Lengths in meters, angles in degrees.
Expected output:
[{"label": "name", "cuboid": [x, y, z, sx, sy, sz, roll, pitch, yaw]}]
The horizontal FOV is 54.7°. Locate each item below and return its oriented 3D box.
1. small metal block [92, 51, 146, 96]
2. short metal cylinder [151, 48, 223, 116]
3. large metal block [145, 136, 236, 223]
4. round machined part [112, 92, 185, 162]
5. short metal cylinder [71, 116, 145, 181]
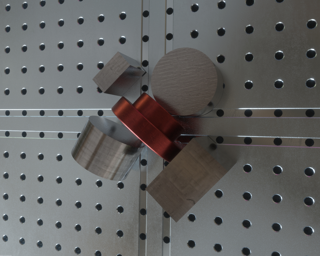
[{"label": "small metal block", "cuboid": [-0.054, -0.071, 0.417, 0.050, 0.050, 0.025, -44, 77, 14]}, {"label": "short metal cylinder", "cuboid": [0.035, -0.054, 0.386, 0.080, 0.050, 0.079, 0, 90, 19]}, {"label": "large metal block", "cuboid": [0.040, 0.056, 0.369, 0.050, 0.080, 0.080, 45, 104, 14]}, {"label": "round machined part", "cuboid": [-0.008, -0.006, 0.376, 0.098, 0.098, 0.042, 43, 91, 14]}, {"label": "short metal cylinder", "cuboid": [-0.067, 0.025, 0.405, 0.080, 0.080, 0.050, 33, 101, 16]}]
